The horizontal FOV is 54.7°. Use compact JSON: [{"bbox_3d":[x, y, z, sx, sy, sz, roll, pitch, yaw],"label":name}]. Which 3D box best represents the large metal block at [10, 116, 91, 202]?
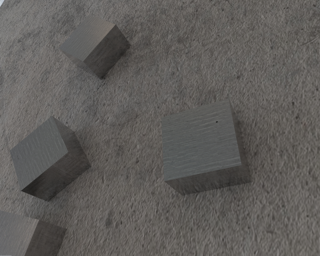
[{"bbox_3d":[-0.158,0.043,0.444,0.080,0.050,0.080,-39,51,1],"label":"large metal block"}]

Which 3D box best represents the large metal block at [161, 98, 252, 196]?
[{"bbox_3d":[0.050,0.023,0.347,0.080,0.050,0.080,-15,55,19],"label":"large metal block"}]

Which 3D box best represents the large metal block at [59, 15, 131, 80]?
[{"bbox_3d":[-0.112,-0.140,0.533,0.080,0.050,0.080,32,79,38],"label":"large metal block"}]

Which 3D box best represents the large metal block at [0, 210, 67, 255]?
[{"bbox_3d":[-0.177,0.154,0.387,0.080,0.050,0.080,2,62,29],"label":"large metal block"}]
